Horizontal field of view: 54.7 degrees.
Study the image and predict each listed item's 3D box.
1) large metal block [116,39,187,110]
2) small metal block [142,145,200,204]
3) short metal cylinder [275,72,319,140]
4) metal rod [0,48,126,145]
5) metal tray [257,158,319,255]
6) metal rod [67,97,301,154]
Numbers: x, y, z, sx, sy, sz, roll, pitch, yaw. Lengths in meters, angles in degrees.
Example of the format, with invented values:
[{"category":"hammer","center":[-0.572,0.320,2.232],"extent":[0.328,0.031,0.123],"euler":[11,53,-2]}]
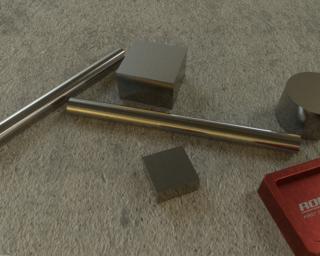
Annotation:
[{"category":"large metal block","center":[-0.010,-0.080,0.454],"extent":[0.080,0.050,0.080],"euler":[13,51,10]},{"category":"small metal block","center":[0.012,0.053,0.359],"extent":[0.050,0.025,0.050],"euler":[-15,52,-13]},{"category":"short metal cylinder","center":[0.203,-0.030,0.415],"extent":[0.081,0.050,0.080],"euler":[0,50,0]},{"category":"metal rod","center":[-0.160,-0.032,0.427],"extent":[0.025,0.025,0.302],"euler":[34,57,24]},{"category":"metal tray","center":[0.187,0.078,0.336],"extent":[0.131,0.030,0.090],"euler":[-14,52,-12]},{"category":"metal rod","center":[0.025,-0.005,0.407],"extent":[0.302,0.025,0.025],"euler":[10,51,7]}]
